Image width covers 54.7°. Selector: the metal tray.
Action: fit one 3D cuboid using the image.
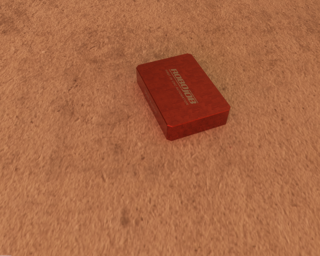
[{"bbox_3d":[0.029,-0.049,0.442,0.091,0.030,0.130,-16,52,-14],"label":"metal tray"}]
